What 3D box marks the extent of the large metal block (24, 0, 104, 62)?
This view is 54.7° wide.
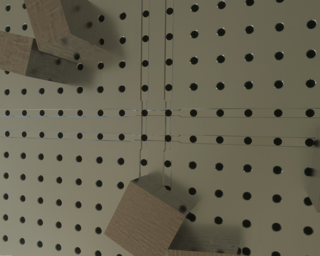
[{"bbox_3d":[-0.131,-0.145,0.428,0.050,0.080,0.080,-21,83,18],"label":"large metal block"}]

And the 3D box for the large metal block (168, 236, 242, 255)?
[{"bbox_3d":[0.058,0.182,0.378,0.080,0.050,0.079,-4,89,19],"label":"large metal block"}]

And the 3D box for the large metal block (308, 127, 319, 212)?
[{"bbox_3d":[0.188,0.042,0.317,0.050,0.080,0.079,7,93,19],"label":"large metal block"}]

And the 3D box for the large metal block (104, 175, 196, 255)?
[{"bbox_3d":[-0.013,0.119,0.403,0.080,0.050,0.080,29,99,17],"label":"large metal block"}]

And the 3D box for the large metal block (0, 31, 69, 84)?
[{"bbox_3d":[-0.191,-0.102,0.449,0.080,0.080,0.050,16,96,19],"label":"large metal block"}]
